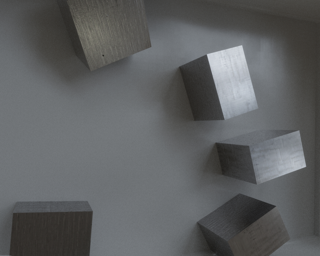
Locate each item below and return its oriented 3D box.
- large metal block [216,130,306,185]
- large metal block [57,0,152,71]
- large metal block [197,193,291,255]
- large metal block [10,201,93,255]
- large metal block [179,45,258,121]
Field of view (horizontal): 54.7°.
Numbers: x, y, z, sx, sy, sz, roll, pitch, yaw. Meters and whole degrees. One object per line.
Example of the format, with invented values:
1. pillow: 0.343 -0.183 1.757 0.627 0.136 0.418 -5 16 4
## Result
1. large metal block: 0.138 0.036 0.432 0.081 0.080 0.050 -14 95 -19
2. large metal block: -0.063 -0.124 0.354 0.081 0.050 0.080 -27 134 -18
3. large metal block: 0.111 0.139 0.422 0.080 0.080 0.050 -28 100 -18
4. large metal block: -0.124 0.129 0.352 0.081 0.050 0.080 5 89 -20
5. large metal block: 0.074 -0.055 0.408 0.050 0.080 0.080 -19 97 -19
